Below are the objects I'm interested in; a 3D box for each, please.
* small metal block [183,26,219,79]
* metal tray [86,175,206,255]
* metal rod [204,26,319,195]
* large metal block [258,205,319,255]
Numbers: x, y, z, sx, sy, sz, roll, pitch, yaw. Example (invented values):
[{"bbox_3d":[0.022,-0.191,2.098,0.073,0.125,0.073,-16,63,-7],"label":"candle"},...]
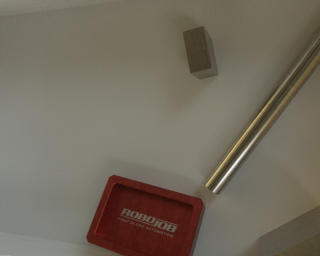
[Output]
[{"bbox_3d":[0.051,-0.090,0.379,0.025,0.050,0.050,-11,86,19],"label":"small metal block"},{"bbox_3d":[-0.017,0.120,0.394,0.130,0.030,0.090,12,69,19],"label":"metal tray"},{"bbox_3d":[0.147,-0.046,0.358,0.025,0.025,0.299,37,101,16],"label":"metal rod"},{"bbox_3d":[0.153,0.133,0.327,0.080,0.080,0.050,-36,79,16],"label":"large metal block"}]
